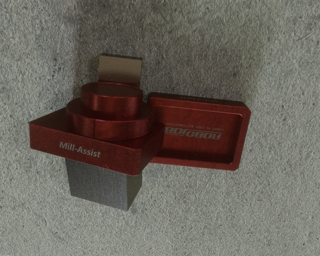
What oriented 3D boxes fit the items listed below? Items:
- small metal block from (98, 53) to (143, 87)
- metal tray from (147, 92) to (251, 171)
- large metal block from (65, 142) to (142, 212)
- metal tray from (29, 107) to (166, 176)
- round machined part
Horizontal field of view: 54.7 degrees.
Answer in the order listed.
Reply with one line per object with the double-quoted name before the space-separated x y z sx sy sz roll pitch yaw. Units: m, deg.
"small metal block" -0.049 -0.064 0.387 0.050 0.025 0.050 6 110 -3
"metal tray" 0.045 0.005 0.411 0.131 0.030 0.089 6 110 -3
"large metal block" -0.069 0.051 0.395 0.080 0.050 0.079 12 124 14
"metal tray" -0.069 0.008 0.360 0.131 0.090 0.030 13 111 14
"round machined part" -0.055 -0.024 0.351 0.099 0.098 0.042 6 110 -3
